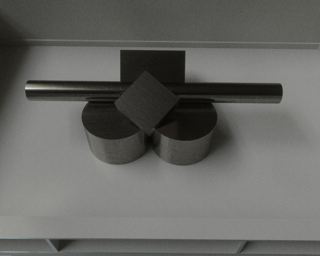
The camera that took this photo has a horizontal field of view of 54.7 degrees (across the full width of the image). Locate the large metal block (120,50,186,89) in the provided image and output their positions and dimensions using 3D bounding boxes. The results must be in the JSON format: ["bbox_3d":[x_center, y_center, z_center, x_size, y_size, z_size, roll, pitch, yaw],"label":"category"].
[{"bbox_3d":[-0.009,-0.076,0.424,0.081,0.050,0.080,1,7,0],"label":"large metal block"}]

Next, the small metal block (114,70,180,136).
[{"bbox_3d":[-0.014,-0.027,0.347,0.050,0.025,0.050,41,81,7],"label":"small metal block"}]

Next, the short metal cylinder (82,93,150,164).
[{"bbox_3d":[-0.053,-0.002,0.388,0.081,0.050,0.080,0,50,0],"label":"short metal cylinder"}]

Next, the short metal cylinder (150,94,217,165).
[{"bbox_3d":[0.028,0.000,0.388,0.081,0.050,0.080,0,50,0],"label":"short metal cylinder"}]

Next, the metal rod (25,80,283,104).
[{"bbox_3d":[-0.007,-0.044,0.375,0.302,0.025,0.025,1,50,0],"label":"metal rod"}]
